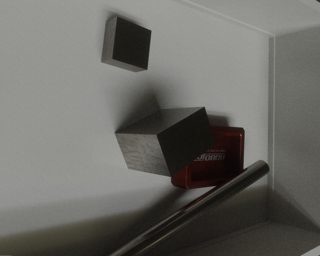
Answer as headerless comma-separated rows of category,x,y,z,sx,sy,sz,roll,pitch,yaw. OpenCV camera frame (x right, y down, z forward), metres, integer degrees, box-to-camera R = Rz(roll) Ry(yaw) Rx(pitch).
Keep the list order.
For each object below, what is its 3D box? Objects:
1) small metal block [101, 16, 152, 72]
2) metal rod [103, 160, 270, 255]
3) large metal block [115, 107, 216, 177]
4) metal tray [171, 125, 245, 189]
small metal block,-0.040,-0.099,0.374,0.050,0.025,0.050,9,84,-40
metal rod,0.043,0.114,0.418,0.302,0.025,0.025,-23,105,-29
large metal block,0.006,0.013,0.378,0.081,0.080,0.050,-30,109,-36
metal tray,0.077,0.041,0.470,0.131,0.030,0.089,4,88,-40
